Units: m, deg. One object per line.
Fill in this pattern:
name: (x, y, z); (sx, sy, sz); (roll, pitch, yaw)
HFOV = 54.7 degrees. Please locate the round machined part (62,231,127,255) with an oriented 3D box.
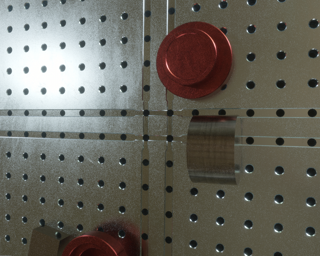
round machined part: (-0.086, 0.192, 0.434); (0.098, 0.042, 0.097); (0, 90, 20)

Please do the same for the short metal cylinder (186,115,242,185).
short metal cylinder: (0.066, 0.025, 0.360); (0.050, 0.080, 0.080); (0, 90, 20)

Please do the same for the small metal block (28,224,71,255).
small metal block: (-0.170, 0.183, 0.473); (0.050, 0.025, 0.050); (14, 95, 19)

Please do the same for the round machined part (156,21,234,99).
round machined part: (0.041, -0.085, 0.389); (0.098, 0.042, 0.097); (0, 90, 20)
